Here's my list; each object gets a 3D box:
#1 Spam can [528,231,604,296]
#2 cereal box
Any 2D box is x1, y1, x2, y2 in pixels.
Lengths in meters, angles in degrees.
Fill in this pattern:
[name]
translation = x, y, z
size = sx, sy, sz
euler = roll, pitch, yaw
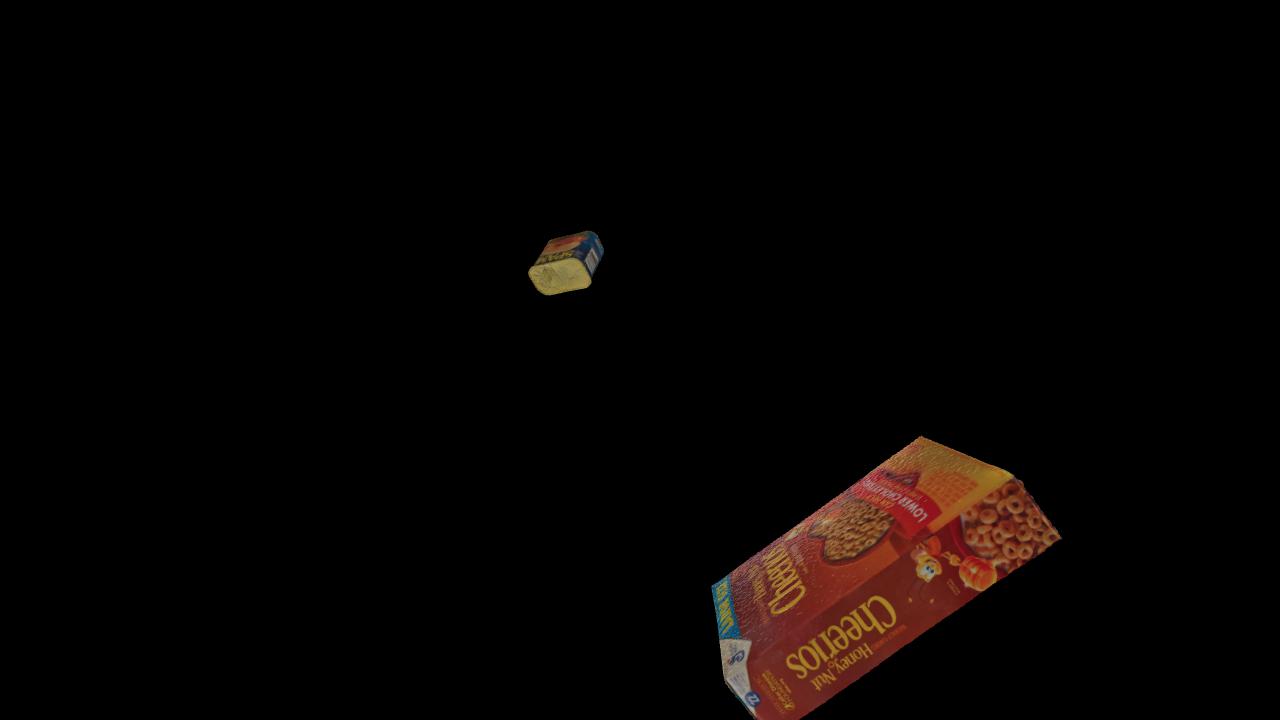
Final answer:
[Spam can]
translation = -0.115, -0.156, 0.982
size = 0.101, 0.058, 0.085
euler = -7, 40, 25
[cereal box]
translation = 0.215, 0.207, 0.614
size = 0.306, 0.081, 0.203
euler = -37, -1, 5
